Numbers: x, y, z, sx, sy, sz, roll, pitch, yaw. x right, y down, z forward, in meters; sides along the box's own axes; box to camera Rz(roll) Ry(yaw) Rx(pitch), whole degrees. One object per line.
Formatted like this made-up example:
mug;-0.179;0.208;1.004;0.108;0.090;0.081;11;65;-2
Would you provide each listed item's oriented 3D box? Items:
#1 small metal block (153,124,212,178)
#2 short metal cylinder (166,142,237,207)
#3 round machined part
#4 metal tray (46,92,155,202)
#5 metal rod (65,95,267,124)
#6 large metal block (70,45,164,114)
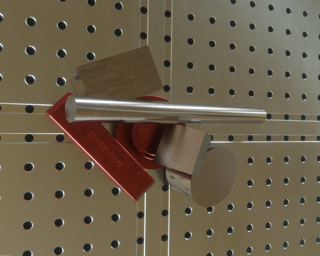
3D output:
small metal block;0.027;0.025;0.364;0.025;0.050;0.050;36;72;-60
short metal cylinder;0.055;0.057;0.408;0.081;0.050;0.079;-10;108;-33
round machined part;-0.010;0.006;0.404;0.099;0.042;0.097;0;90;-21
metal tray;-0.071;0.021;0.352;0.030;0.090;0.130;-46;105;-14
metal rod;0.035;-0.018;0.376;0.302;0.025;0.025;0;90;-40
large metal block;-0.054;-0.052;0.363;0.081;0.080;0.050;-22;98;-19
